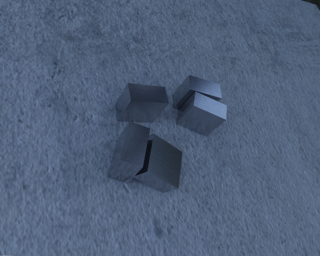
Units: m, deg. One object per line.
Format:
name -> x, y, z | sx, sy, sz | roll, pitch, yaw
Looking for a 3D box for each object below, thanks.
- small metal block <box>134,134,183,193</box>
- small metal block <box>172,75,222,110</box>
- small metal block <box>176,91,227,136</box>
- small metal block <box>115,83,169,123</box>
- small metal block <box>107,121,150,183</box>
small metal block -> -0.001, 0.043, 0.369 | 0.050, 0.025, 0.050 | 34, 48, -32
small metal block -> 0.052, -0.045, 0.445 | 0.050, 0.050, 0.025 | 13, 57, -22
small metal block -> 0.057, -0.018, 0.432 | 0.050, 0.050, 0.025 | 22, 54, -16
small metal block -> -0.024, -0.030, 0.395 | 0.050, 0.050, 0.025 | 2, 61, -28
small metal block -> -0.036, 0.028, 0.352 | 0.025, 0.050, 0.050 | 20, 54, -15
